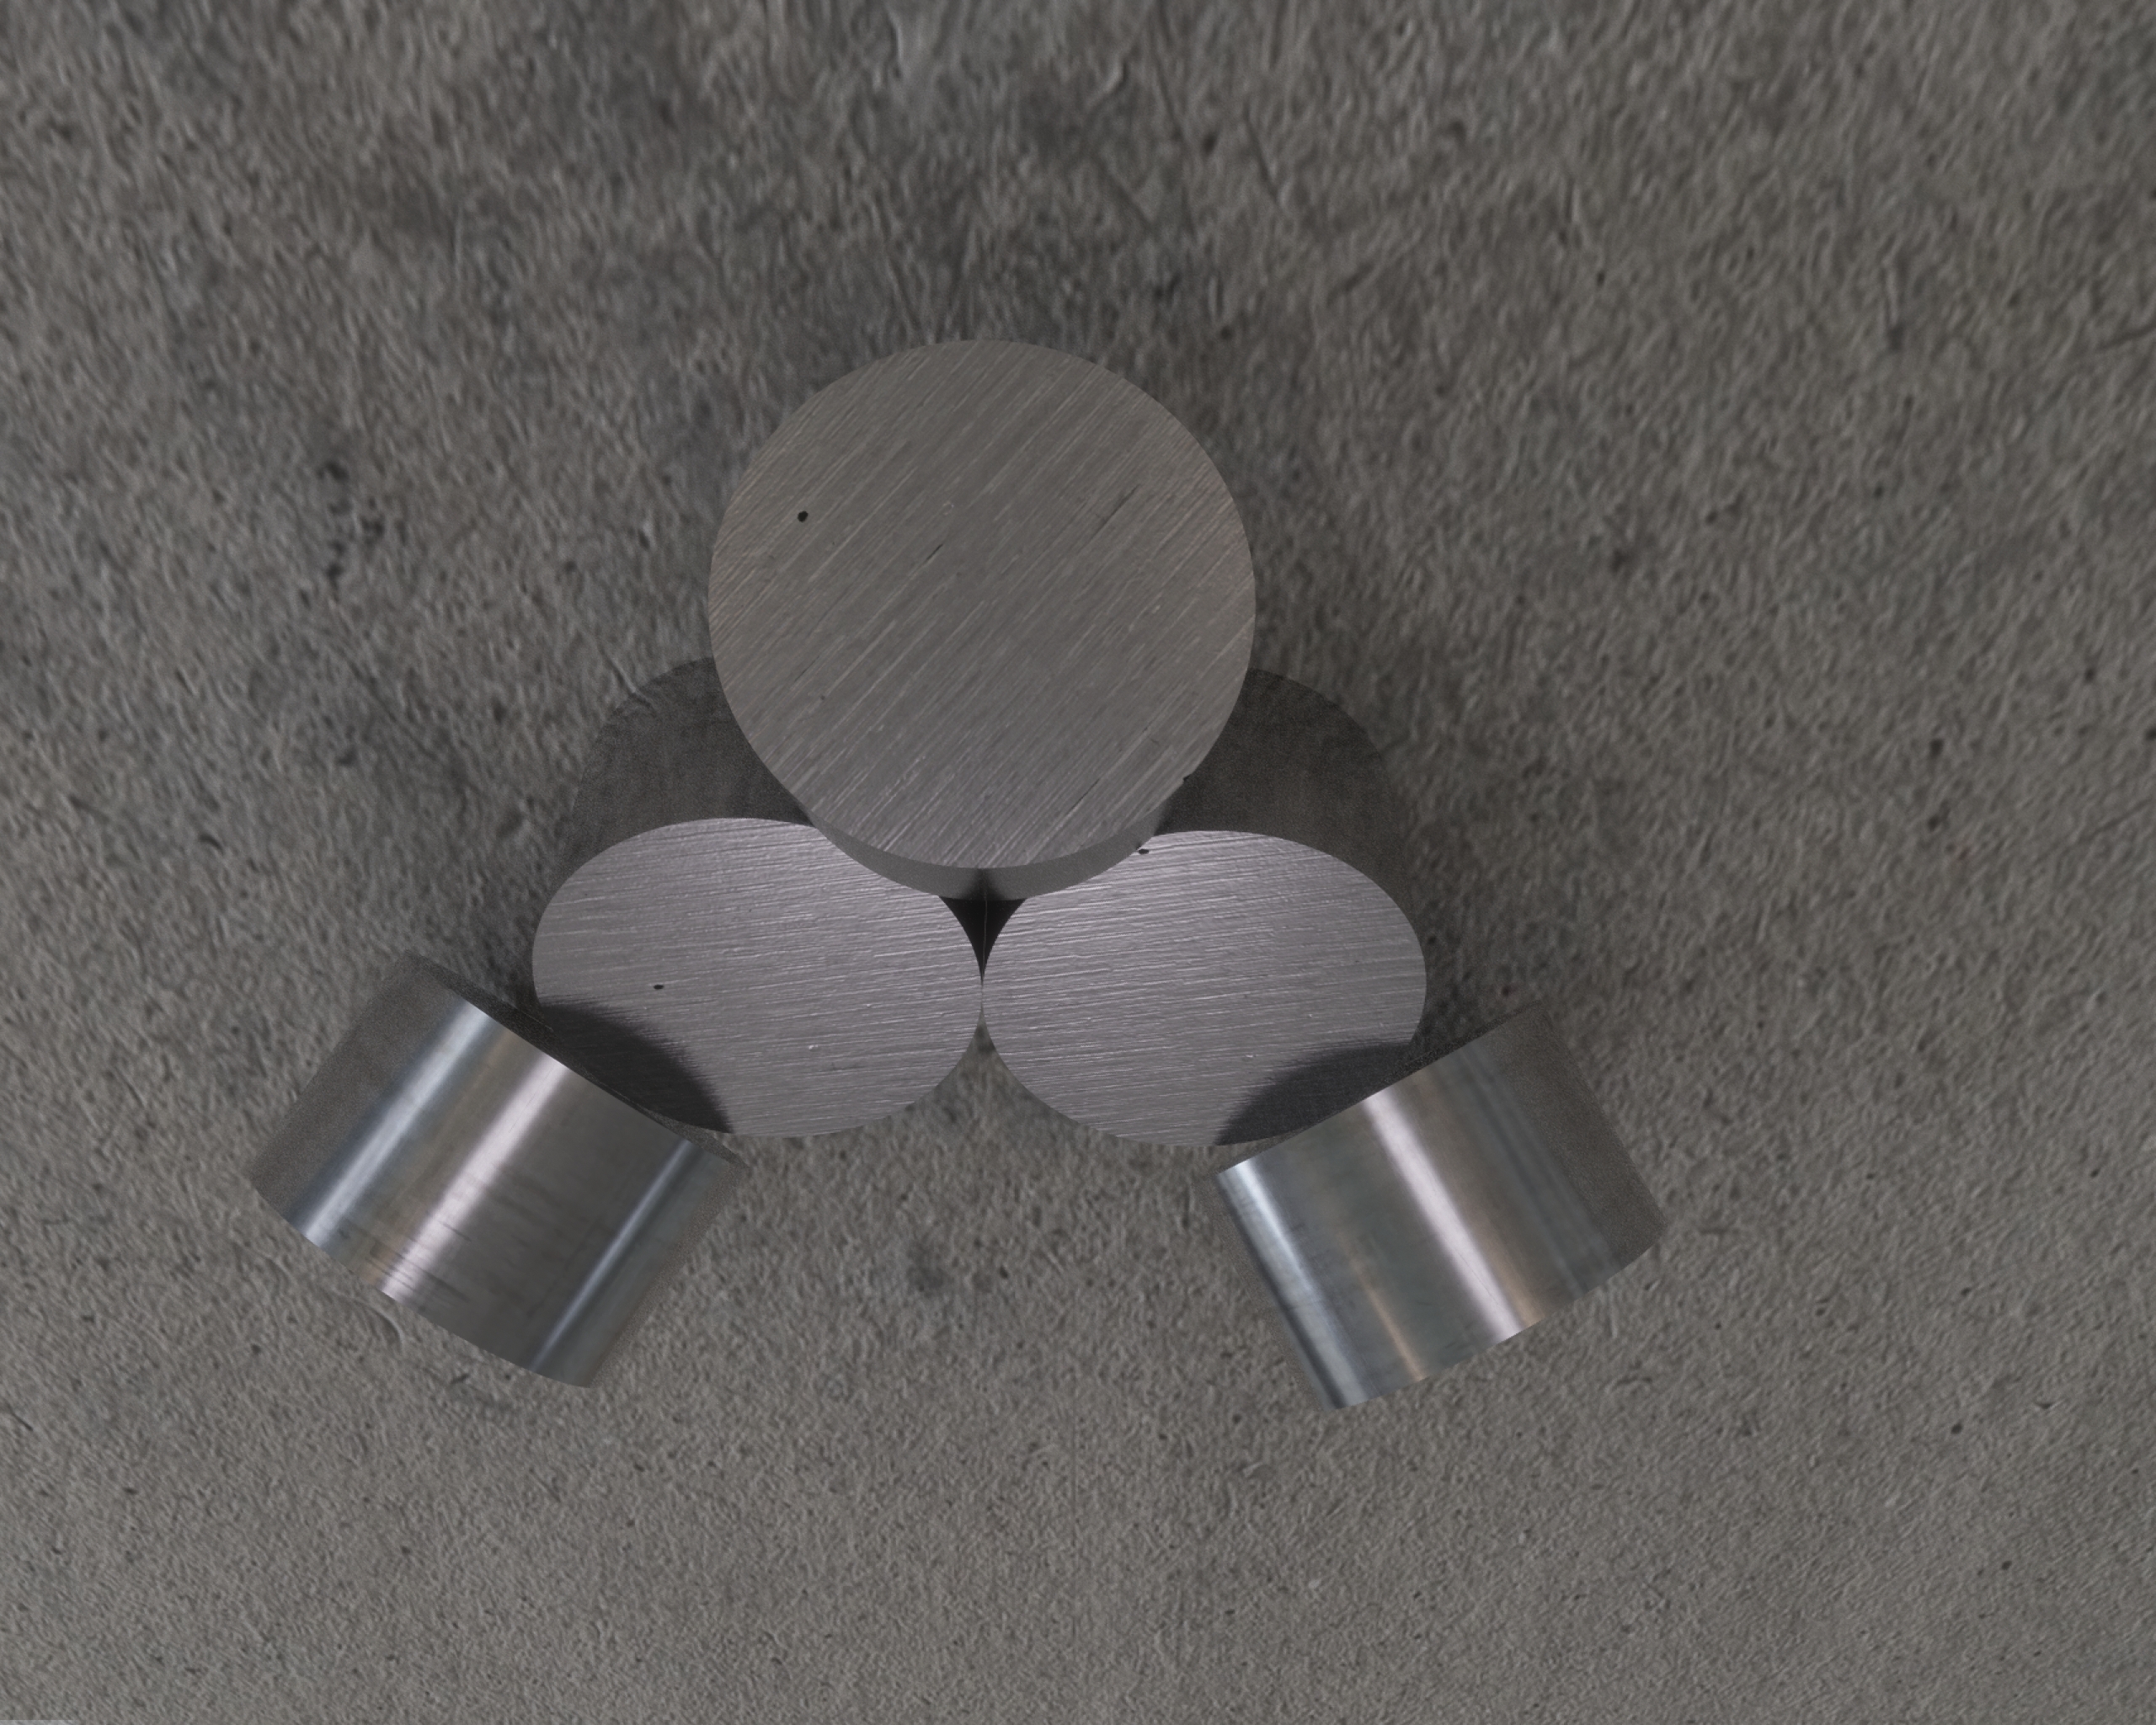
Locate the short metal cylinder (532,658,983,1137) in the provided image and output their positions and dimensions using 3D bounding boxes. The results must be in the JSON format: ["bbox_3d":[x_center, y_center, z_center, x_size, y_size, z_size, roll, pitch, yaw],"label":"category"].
[{"bbox_3d":[-0.058,0.007,0.396,0.081,0.050,0.079,0,130,0],"label":"short metal cylinder"}]

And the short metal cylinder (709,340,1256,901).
[{"bbox_3d":[-0.015,-0.036,0.332,0.081,0.080,0.050,1,173,-1],"label":"short metal cylinder"}]

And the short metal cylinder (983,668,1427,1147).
[{"bbox_3d":[0.023,0.009,0.398,0.081,0.050,0.079,0,130,0],"label":"short metal cylinder"}]

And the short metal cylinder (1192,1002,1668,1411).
[{"bbox_3d":[0.070,0.069,0.421,0.080,0.080,0.050,-32,82,24],"label":"short metal cylinder"}]

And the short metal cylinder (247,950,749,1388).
[{"bbox_3d":[-0.113,0.060,0.412,0.080,0.080,0.050,38,80,-28],"label":"short metal cylinder"}]
